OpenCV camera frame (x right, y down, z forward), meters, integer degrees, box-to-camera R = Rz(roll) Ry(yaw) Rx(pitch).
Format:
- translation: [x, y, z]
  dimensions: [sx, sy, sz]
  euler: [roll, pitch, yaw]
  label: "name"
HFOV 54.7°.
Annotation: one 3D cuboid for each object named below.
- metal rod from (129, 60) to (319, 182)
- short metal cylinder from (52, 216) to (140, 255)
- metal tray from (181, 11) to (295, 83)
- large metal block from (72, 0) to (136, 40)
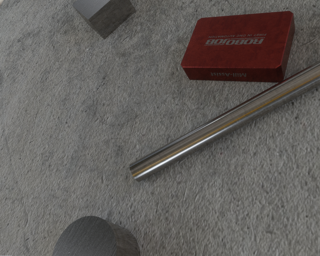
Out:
- translation: [0.098, -0.016, 0.362]
  dimensions: [0.300, 0.025, 0.025]
  euler: [-29, 52, 9]
  label: "metal rod"
- translation: [-0.069, 0.142, 0.337]
  dimensions: [0.080, 0.050, 0.080]
  euler: [-13, 56, 21]
  label: "short metal cylinder"
- translation: [0.102, -0.108, 0.413]
  dimensions: [0.130, 0.030, 0.090]
  euler: [7, 65, 31]
  label: "metal tray"
- translation: [-0.105, -0.225, 0.581]
  dimensions: [0.080, 0.050, 0.080]
  euler: [-42, 51, -1]
  label: "large metal block"
